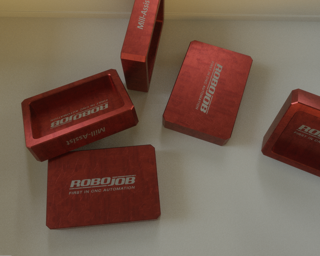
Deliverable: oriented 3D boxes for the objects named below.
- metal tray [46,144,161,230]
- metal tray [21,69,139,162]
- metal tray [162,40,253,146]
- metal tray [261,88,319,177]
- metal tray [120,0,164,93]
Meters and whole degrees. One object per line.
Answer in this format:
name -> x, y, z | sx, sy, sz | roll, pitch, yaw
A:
metal tray -> -0.068, 0.072, 0.380 | 0.131, 0.030, 0.090 | -5, 70, -2
metal tray -> -0.103, -0.020, 0.395 | 0.131, 0.030, 0.090 | -21, 49, -8
metal tray -> 0.066, -0.050, 0.426 | 0.090, 0.030, 0.130 | 18, 71, 6
metal tray -> 0.202, 0.017, 0.369 | 0.131, 0.089, 0.030 | 22, 43, 7
metal tray -> -0.020, -0.125, 0.420 | 0.030, 0.090, 0.130 | 10, 70, 3
